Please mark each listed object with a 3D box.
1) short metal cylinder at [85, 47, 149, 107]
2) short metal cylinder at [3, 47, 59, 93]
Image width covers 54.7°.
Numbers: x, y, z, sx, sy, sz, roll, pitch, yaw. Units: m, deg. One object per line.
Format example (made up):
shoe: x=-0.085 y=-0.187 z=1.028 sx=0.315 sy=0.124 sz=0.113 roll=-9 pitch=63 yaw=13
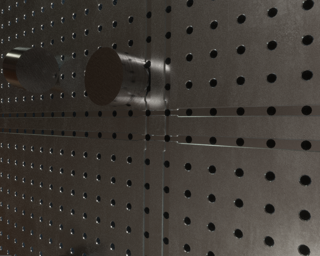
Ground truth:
short metal cylinder: x=-0.062 y=-0.070 z=0.442 sx=0.080 sy=0.050 sz=0.079 roll=0 pitch=90 yaw=39
short metal cylinder: x=-0.234 y=-0.106 z=0.563 sx=0.050 sy=0.081 sz=0.079 roll=15 pitch=100 yaw=39
